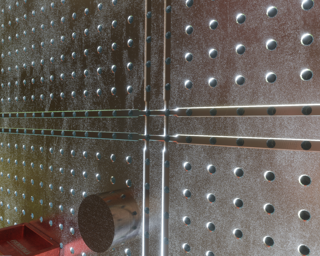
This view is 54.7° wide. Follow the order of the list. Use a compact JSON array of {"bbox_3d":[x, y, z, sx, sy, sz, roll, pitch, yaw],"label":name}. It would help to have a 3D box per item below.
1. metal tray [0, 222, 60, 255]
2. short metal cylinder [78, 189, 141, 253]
[{"bbox_3d":[-0.261,0.222,0.578,0.130,0.091,0.030,11,97,39],"label":"metal tray"},{"bbox_3d":[-0.075,0.134,0.452,0.080,0.050,0.079,0,90,39],"label":"short metal cylinder"}]
